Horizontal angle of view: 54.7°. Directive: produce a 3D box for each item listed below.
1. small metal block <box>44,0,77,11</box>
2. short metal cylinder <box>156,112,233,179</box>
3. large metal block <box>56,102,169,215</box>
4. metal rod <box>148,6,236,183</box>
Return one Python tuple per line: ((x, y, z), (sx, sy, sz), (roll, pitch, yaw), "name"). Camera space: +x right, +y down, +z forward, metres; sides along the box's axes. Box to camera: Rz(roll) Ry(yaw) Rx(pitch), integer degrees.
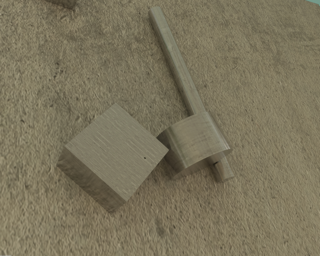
((-0.144, -0.205, 0.451), (0.050, 0.025, 0.050), (14, 56, -20), "small metal block")
((0.040, 0.023, 0.376), (0.081, 0.080, 0.050), (-14, 69, -34), "short metal cylinder")
((-0.051, 0.033, 0.340), (0.080, 0.050, 0.080), (42, 51, 0), "large metal block")
((0.040, -0.062, 0.463), (0.025, 0.025, 0.299), (-7, 65, -31), "metal rod")
